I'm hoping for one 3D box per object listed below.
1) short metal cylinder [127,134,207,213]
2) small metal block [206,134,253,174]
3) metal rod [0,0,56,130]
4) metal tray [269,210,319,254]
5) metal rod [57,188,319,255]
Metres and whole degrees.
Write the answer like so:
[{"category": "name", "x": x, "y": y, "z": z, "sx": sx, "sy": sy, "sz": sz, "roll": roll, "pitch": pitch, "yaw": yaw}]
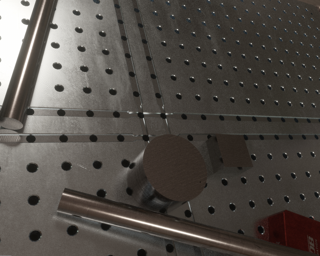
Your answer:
[{"category": "short metal cylinder", "x": 0.008, "y": 0.054, "z": 0.365, "sx": 0.081, "sy": 0.050, "sz": 0.080, "roll": 14, "pitch": 56, "yaw": -21}, {"category": "small metal block", "x": 0.098, "y": 0.037, "z": 0.441, "sx": 0.050, "sy": 0.025, "sz": 0.050, "roll": 4, "pitch": 60, "yaw": -27}, {"category": "metal rod", "x": -0.158, "y": -0.132, "z": 0.404, "sx": 0.025, "sy": 0.025, "sz": 0.299, "roll": 14, "pitch": 56, "yaw": -21}, {"category": "metal tray", "x": 0.188, "y": 0.182, "z": 0.398, "sx": 0.091, "sy": 0.030, "sz": 0.130, "roll": 22, "pitch": 53, "yaw": -16}, {"category": "metal rod", "x": 0.042, "y": 0.117, "z": 0.339, "sx": 0.302, "sy": 0.025, "sz": 0.025, "roll": 18, "pitch": 55, "yaw": -11}]
